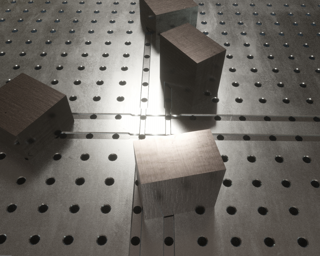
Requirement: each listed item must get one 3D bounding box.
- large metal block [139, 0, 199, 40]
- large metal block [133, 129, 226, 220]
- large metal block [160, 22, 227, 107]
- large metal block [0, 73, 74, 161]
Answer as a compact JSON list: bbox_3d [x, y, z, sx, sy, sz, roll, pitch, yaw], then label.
[{"bbox_3d":[0.014,-0.213,0.571,0.081,0.050,0.080,-18,53,-15],"label":"large metal block"},{"bbox_3d":[0.017,0.051,0.329,0.081,0.080,0.050,-9,51,-8],"label":"large metal block"},{"bbox_3d":[0.044,-0.092,0.450,0.050,0.080,0.080,-29,56,-22],"label":"large metal block"},{"bbox_3d":[-0.175,-0.017,0.403,0.080,0.050,0.080,27,55,20],"label":"large metal block"}]
